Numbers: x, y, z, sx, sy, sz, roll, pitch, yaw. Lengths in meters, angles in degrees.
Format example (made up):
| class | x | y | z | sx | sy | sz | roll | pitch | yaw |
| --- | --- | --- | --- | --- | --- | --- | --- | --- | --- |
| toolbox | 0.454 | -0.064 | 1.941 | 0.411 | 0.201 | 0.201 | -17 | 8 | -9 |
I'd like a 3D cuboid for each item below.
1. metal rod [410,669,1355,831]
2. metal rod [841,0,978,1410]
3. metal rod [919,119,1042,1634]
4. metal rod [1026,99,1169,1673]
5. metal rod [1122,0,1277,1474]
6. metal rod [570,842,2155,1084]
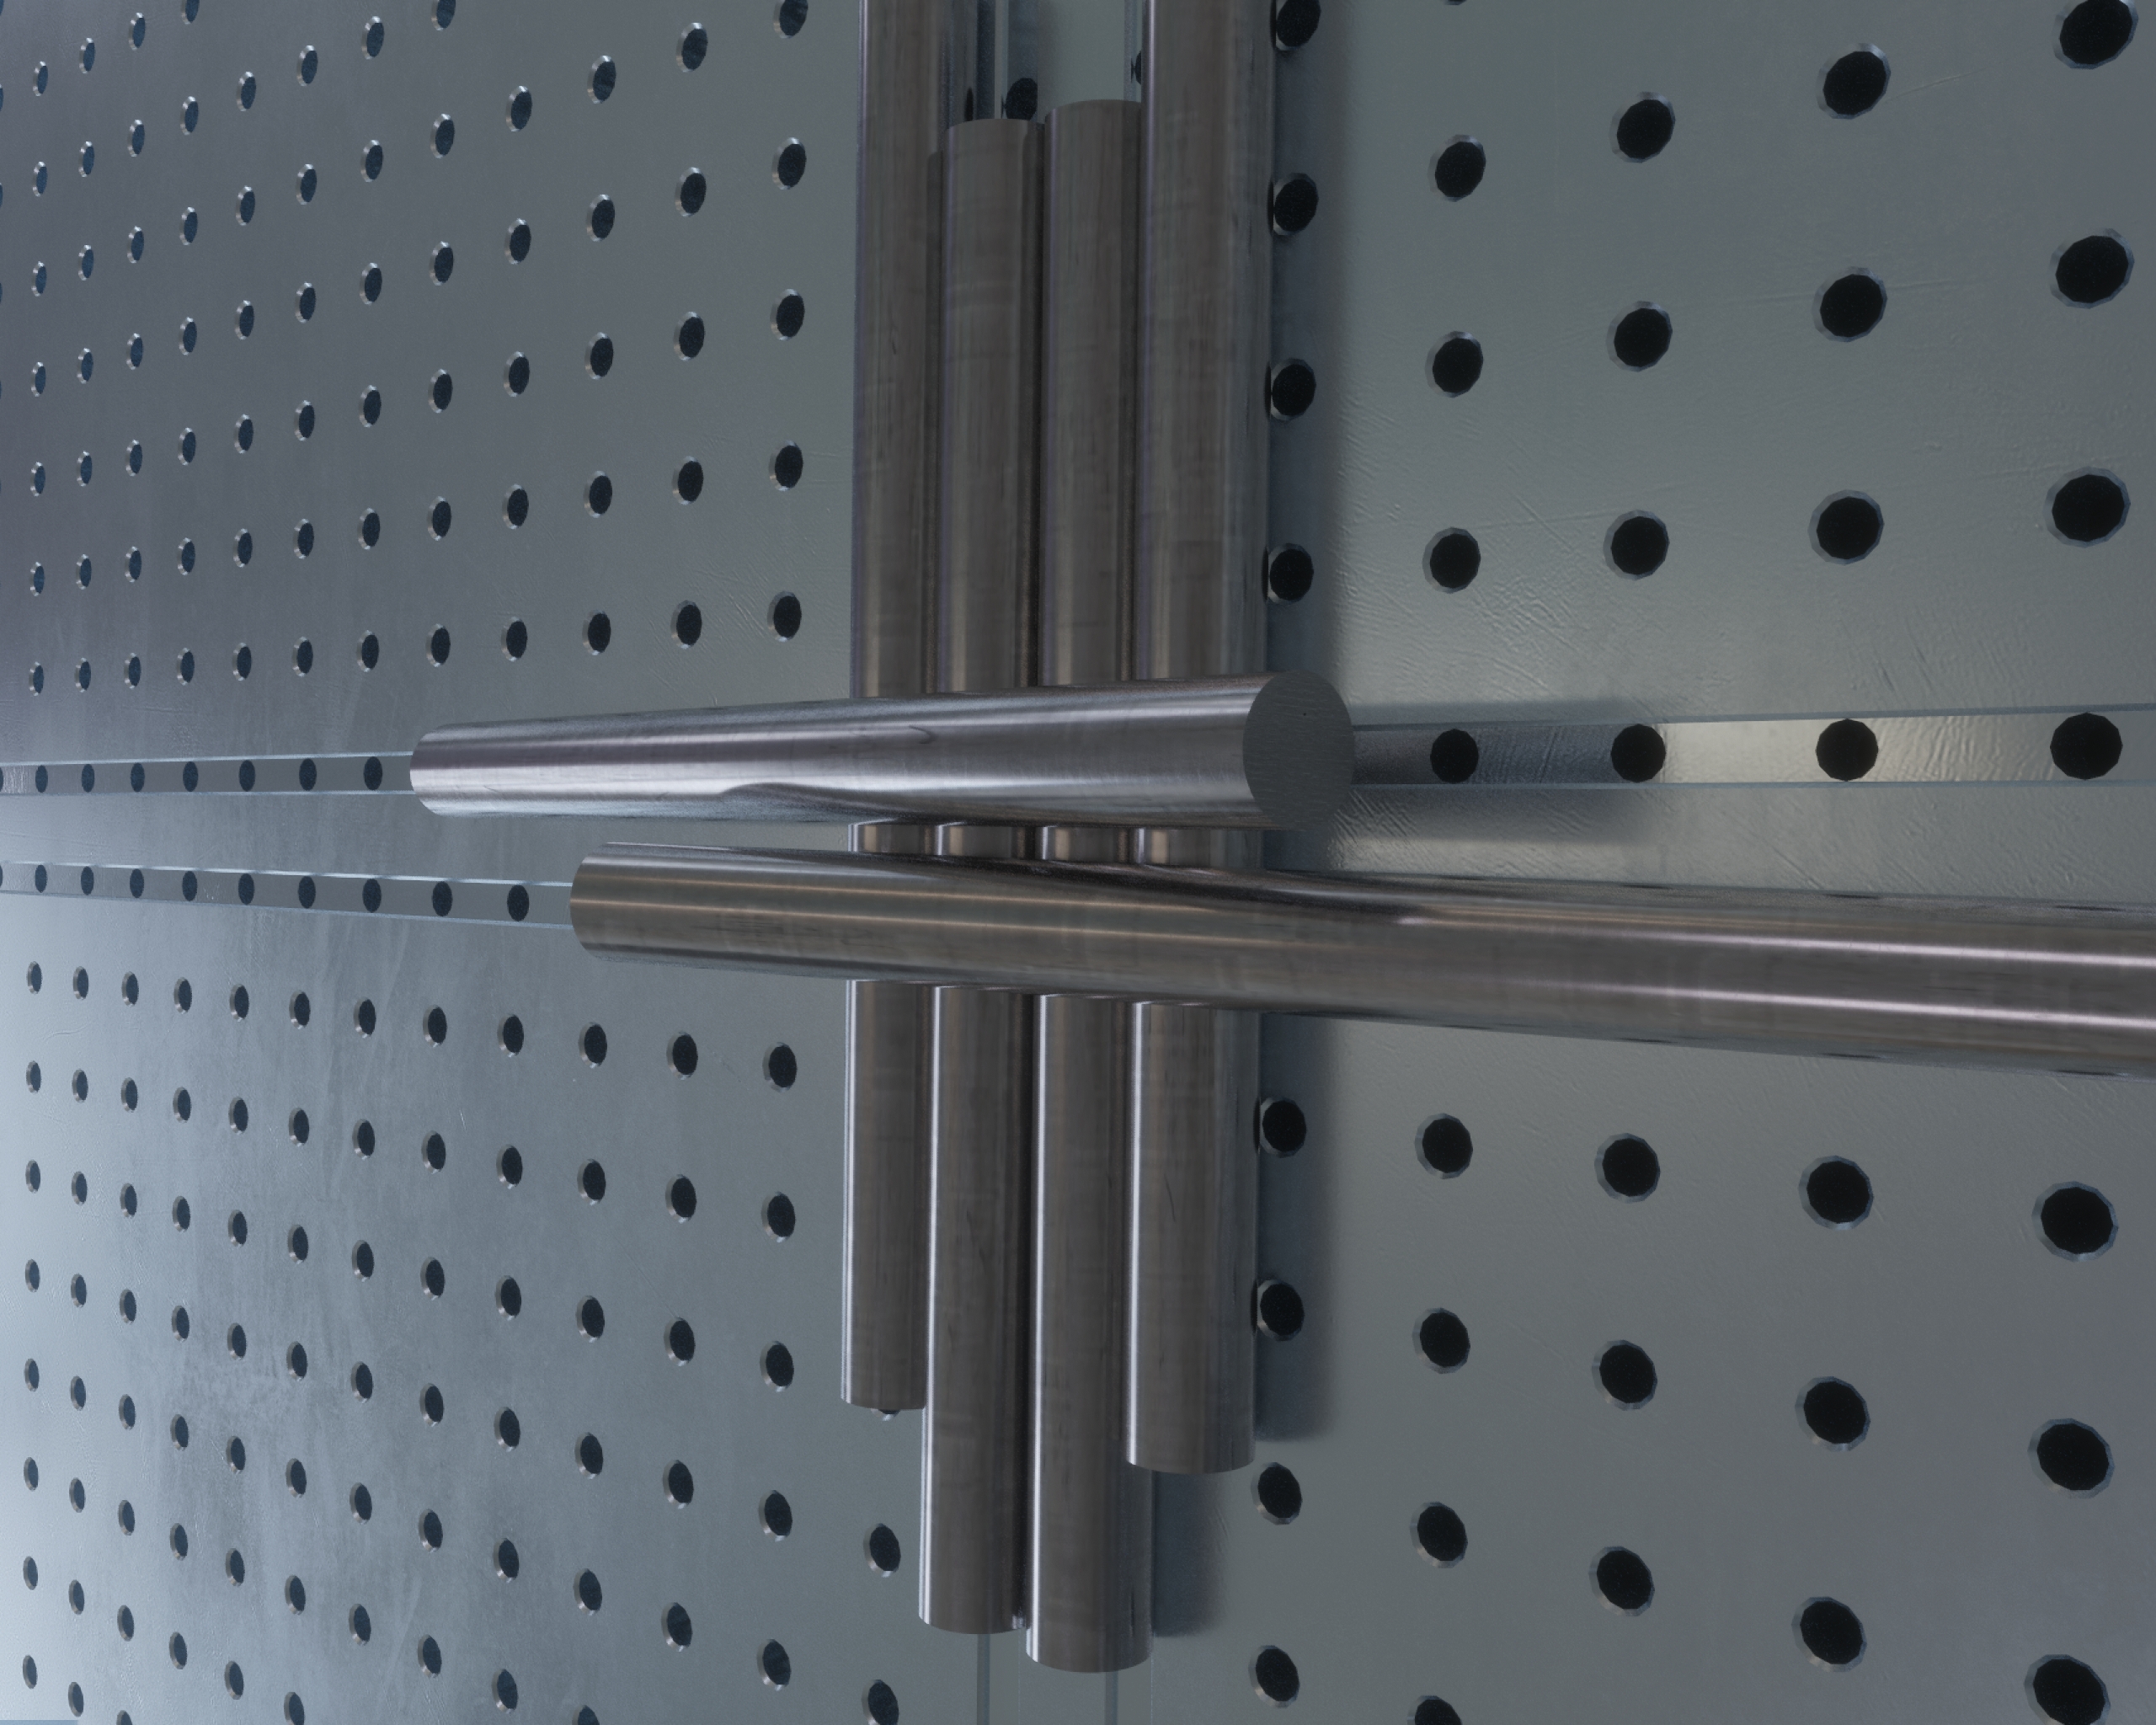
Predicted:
| class | x | y | z | sx | sy | sz | roll | pitch | yaw |
| --- | --- | --- | --- | --- | --- | --- | --- | --- | --- |
| metal rod | -0.064 | -0.021 | 0.433 | 0.299 | 0.025 | 0.025 | 2 | 91 | 49 |
| metal rod | -0.035 | -0.037 | 0.439 | 0.025 | 0.025 | 0.298 | 1 | 91 | 40 |
| metal rod | -0.017 | 0.003 | 0.423 | 0.025 | 0.025 | 0.298 | 2 | 91 | 40 |
| metal rod | 0.004 | 0.005 | 0.408 | 0.025 | 0.025 | 0.298 | 1 | 91 | 40 |
| metal rod | 0.023 | -0.038 | 0.390 | 0.025 | 0.025 | 0.298 | 1 | 91 | 40 |
| metal rod | 0.032 | 0.013 | 0.357 | 0.300 | 0.025 | 0.025 | 2 | 92 | 31 |
